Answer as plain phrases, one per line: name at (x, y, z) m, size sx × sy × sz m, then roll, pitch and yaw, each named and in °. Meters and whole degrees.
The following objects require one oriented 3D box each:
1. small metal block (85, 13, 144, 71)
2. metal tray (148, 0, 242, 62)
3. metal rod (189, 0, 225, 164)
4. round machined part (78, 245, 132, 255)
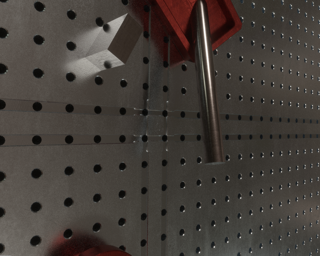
small metal block at (-0.052, -0.096, 0.350) m, size 0.025 × 0.050 × 0.050 m, roll 38°, pitch 67°, yaw -34°
metal tray at (0.044, -0.166, 0.420) m, size 0.090 × 0.030 × 0.130 m, roll -39°, pitch 118°, yaw -4°
metal rod at (0.058, -0.101, 0.416) m, size 0.025 × 0.025 × 0.299 m, roll 9°, pitch 71°, yaw -40°
round machined part at (-0.071, 0.178, 0.341) m, size 0.099 × 0.042 × 0.097 m, roll 0°, pitch 90°, yaw -40°
